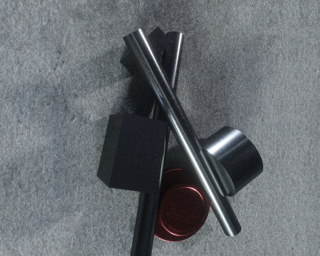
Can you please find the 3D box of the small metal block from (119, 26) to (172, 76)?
[{"bbox_3d":[-0.019,-0.095,0.390,0.050,0.050,0.025,-47,105,-14],"label":"small metal block"}]

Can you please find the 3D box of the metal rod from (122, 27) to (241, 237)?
[{"bbox_3d":[0.037,0.020,0.388,0.025,0.025,0.299,-34,110,-17],"label":"metal rod"}]

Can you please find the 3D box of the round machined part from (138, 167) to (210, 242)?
[{"bbox_3d":[0.024,0.103,0.412,0.099,0.042,0.097,0,90,-21],"label":"round machined part"}]

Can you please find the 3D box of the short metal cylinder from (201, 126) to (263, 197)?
[{"bbox_3d":[0.090,0.044,0.416,0.050,0.080,0.080,-34,101,-17],"label":"short metal cylinder"}]

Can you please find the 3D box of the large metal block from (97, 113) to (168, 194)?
[{"bbox_3d":[-0.036,0.027,0.369,0.050,0.080,0.080,13,86,-20],"label":"large metal block"}]

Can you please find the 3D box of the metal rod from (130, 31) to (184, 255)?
[{"bbox_3d":[-0.002,0.020,0.394,0.025,0.025,0.299,13,80,-20],"label":"metal rod"}]
